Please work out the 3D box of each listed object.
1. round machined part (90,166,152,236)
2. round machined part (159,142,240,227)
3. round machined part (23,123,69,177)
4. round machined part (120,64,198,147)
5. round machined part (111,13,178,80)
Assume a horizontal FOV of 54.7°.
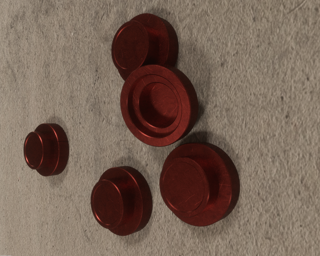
[{"bbox_3d":[-0.062,0.105,0.442,0.098,0.042,0.097,0,90,39],"label":"round machined part"},{"bbox_3d":[0.038,0.066,0.361,0.098,0.042,0.097,0,90,39],"label":"round machined part"},{"bbox_3d":[-0.213,0.040,0.566,0.098,0.042,0.097,0,90,39],"label":"round machined part"},{"bbox_3d":[0.003,-0.029,0.380,0.098,0.042,0.097,9,107,30],"label":"round machined part"},{"bbox_3d":[-0.027,-0.104,0.414,0.098,0.042,0.097,0,90,39],"label":"round machined part"}]
